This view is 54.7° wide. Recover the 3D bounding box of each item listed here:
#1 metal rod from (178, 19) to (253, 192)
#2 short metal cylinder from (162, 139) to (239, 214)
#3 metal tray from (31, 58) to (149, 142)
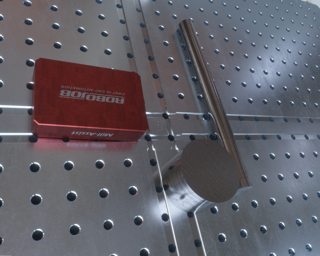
[{"bbox_3d":[0.079,-0.049,0.480,0.025,0.025,0.299,0,62,-28],"label":"metal rod"},{"bbox_3d":[0.049,0.060,0.382,0.081,0.050,0.080,14,56,-21],"label":"short metal cylinder"},{"bbox_3d":[-0.085,-0.032,0.379,0.131,0.030,0.090,4,60,-26],"label":"metal tray"}]
